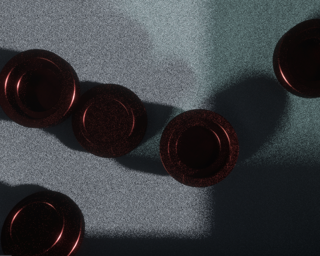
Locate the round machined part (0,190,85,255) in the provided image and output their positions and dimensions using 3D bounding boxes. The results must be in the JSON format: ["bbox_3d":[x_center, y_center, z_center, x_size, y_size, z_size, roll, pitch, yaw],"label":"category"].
[{"bbox_3d":[-0.147,0.124,0.381,0.099,0.042,0.098,0,61,1],"label":"round machined part"}]

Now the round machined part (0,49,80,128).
[{"bbox_3d":[-0.151,-0.048,0.399,0.099,0.042,0.097,0,89,3],"label":"round machined part"}]

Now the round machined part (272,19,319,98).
[{"bbox_3d":[0.196,-0.087,0.404,0.099,0.042,0.097,0,90,0],"label":"round machined part"}]

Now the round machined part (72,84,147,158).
[{"bbox_3d":[-0.066,-0.009,0.402,0.099,0.042,0.097,0,90,0],"label":"round machined part"}]

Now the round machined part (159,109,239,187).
[{"bbox_3d":[0.048,0.025,0.403,0.099,0.042,0.097,0,90,0],"label":"round machined part"}]
